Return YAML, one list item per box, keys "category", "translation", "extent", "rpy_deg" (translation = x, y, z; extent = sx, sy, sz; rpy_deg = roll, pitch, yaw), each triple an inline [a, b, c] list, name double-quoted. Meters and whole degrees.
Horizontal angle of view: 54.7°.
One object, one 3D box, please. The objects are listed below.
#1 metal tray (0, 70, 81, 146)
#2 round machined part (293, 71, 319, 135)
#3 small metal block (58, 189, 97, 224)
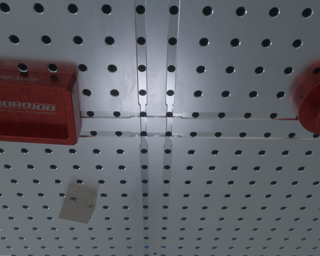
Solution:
- category: "metal tray"
  translation: [-0.170, -0.024, 0.386]
  extent: [0.131, 0.030, 0.089]
  rpy_deg: [4, 130, -4]
- category: "round machined part"
  translation: [0.221, -0.027, 0.380]
  extent: [0.099, 0.042, 0.097]
  rpy_deg: [0, 130, 0]
- category: "small metal block"
  translation: [-0.139, 0.134, 0.524]
  extent: [0.050, 0.025, 0.050]
  rpy_deg: [17, 128, -15]
